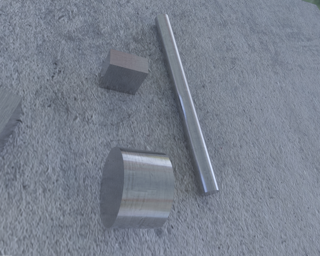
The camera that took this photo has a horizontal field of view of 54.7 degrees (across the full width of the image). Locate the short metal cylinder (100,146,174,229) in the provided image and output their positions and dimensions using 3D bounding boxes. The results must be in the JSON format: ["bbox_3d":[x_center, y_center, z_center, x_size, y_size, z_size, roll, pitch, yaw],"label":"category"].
[{"bbox_3d":[-0.026,0.062,0.318,0.050,0.080,0.080,10,58,-24],"label":"short metal cylinder"}]

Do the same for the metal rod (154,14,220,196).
[{"bbox_3d":[0.033,-0.050,0.453,0.025,0.025,0.299,2,61,-28],"label":"metal rod"}]

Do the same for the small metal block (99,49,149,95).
[{"bbox_3d":[-0.049,-0.072,0.407,0.050,0.050,0.025,10,57,-23],"label":"small metal block"}]

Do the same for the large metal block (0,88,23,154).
[{"bbox_3d":[-0.188,-0.002,0.288,0.080,0.050,0.080,23,53,-15],"label":"large metal block"}]
